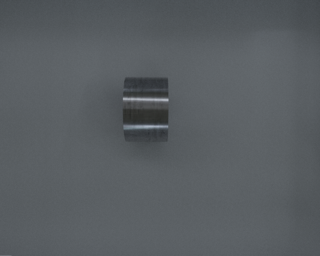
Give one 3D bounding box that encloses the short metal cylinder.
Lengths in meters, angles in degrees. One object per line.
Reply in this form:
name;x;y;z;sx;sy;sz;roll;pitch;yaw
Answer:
short metal cylinder;-0.016;-0.023;0.381;0.050;0.080;0.079;0;90;0
